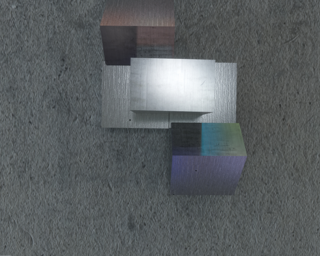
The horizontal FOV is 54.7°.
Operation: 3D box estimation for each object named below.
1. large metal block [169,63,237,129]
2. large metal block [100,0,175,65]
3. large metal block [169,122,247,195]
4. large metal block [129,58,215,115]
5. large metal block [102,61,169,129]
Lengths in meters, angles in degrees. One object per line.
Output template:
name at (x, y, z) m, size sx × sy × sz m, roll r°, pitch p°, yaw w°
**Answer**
large metal block at (0.052, -0.039, 0.398) m, size 0.081 × 0.050 × 0.079 m, roll 1°, pitch 90°, yaw -1°
large metal block at (-0.024, -0.121, 0.377) m, size 0.081 × 0.050 × 0.080 m, roll 1°, pitch 46°, yaw 0°
large metal block at (0.053, 0.039, 0.378) m, size 0.081 × 0.079 × 0.050 m, roll 0°, pitch 46°, yaw -1°
large metal block at (0.012, -0.041, 0.334) m, size 0.081 × 0.080 × 0.050 m, roll 1°, pitch 90°, yaw -1°
large metal block at (-0.029, -0.040, 0.397) m, size 0.081 × 0.050 × 0.079 m, roll 1°, pitch 90°, yaw -1°
